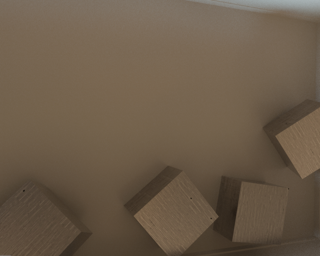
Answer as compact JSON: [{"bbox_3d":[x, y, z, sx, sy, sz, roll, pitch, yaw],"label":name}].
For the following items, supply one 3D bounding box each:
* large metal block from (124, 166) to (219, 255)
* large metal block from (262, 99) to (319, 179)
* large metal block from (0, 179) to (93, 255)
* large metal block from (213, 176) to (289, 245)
[{"bbox_3d":[0.014,0.108,0.402,0.080,0.050,0.080,-41,103,-15],"label":"large metal block"},{"bbox_3d":[0.217,0.015,0.463,0.080,0.050,0.080,-34,102,5],"label":"large metal block"},{"bbox_3d":[-0.134,0.115,0.330,0.080,0.050,0.080,40,75,14],"label":"large metal block"},{"bbox_3d":[0.130,0.117,0.445,0.081,0.050,0.080,11,86,-20],"label":"large metal block"}]
